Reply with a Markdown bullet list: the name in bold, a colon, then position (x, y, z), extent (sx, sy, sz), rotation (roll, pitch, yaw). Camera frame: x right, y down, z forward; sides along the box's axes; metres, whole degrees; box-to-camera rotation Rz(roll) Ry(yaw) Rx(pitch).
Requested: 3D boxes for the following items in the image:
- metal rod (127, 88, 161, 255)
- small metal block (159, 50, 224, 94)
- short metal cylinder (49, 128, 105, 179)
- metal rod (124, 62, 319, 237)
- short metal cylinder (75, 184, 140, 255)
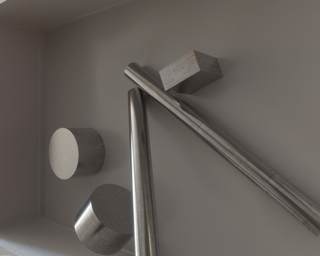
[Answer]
- **metal rod**: position (-0.018, 0.069, 0.342), extent (0.025, 0.025, 0.300), rotation (-38, 42, 33)
- **small metal block**: position (0.036, -0.063, 0.359), extent (0.050, 0.050, 0.025), rotation (-27, 74, 36)
- **short metal cylinder**: position (-0.134, 0.040, 0.498), extent (0.080, 0.050, 0.079), rotation (0, 90, 39)
- **metal rod**: position (0.055, 0.004, 0.359), extent (0.300, 0.025, 0.025), rotation (42, 115, 31)
- **short metal cylinder**: position (-0.069, 0.124, 0.425), extent (0.080, 0.081, 0.050), rotation (52, 120, 27)
